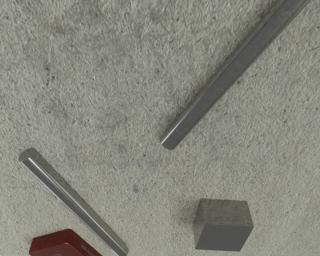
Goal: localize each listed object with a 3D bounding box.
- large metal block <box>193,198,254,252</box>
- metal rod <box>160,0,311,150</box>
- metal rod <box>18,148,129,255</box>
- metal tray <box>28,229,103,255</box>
[{"bbox_3d":[0.106,0.169,0.537,0.081,0.050,0.079,5,130,-5],"label":"large metal block"},{"bbox_3d":[0.090,-0.076,0.343,0.025,0.025,0.298,26,125,-21],"label":"metal rod"},{"bbox_3d":[-0.131,0.142,0.526,0.025,0.025,0.299,-18,128,14],"label":"metal rod"},{"bbox_3d":[-0.183,0.256,0.619,0.090,0.030,0.130,-19,128,15],"label":"metal tray"}]
